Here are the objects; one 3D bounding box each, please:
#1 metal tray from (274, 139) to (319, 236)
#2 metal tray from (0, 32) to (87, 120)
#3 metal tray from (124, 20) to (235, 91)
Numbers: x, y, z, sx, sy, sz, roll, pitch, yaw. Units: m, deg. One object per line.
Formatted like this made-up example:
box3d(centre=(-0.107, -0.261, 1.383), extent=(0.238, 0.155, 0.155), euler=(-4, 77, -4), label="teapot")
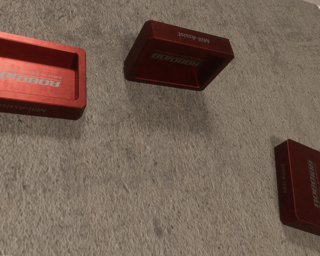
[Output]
box3d(centre=(0.223, 0.089, 0.469), extent=(0.091, 0.030, 0.130), euler=(21, 54, -16), label="metal tray")
box3d(centre=(-0.153, -0.061, 0.355), extent=(0.131, 0.030, 0.090), euler=(6, 59, -25), label="metal tray")
box3d(centre=(0.026, -0.096, 0.435), extent=(0.131, 0.090, 0.030), euler=(4, 60, -26), label="metal tray")
